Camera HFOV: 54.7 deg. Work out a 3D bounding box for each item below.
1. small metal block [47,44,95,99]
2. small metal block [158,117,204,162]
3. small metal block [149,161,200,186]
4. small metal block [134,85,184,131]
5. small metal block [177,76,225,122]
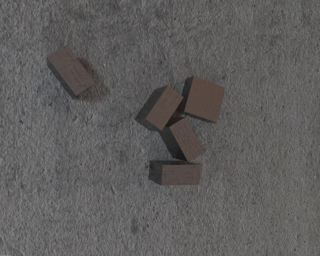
[{"bbox_3d":[-0.104,-0.062,0.357,0.025,0.050,0.050,-38,103,-16],"label":"small metal block"},{"bbox_3d":[0.025,0.014,0.405,0.025,0.050,0.050,-32,101,-17],"label":"small metal block"},{"bbox_3d":[0.018,0.057,0.402,0.050,0.050,0.025,3,89,-20],"label":"small metal block"},{"bbox_3d":[-0.003,-0.024,0.395,0.025,0.050,0.050,37,78,-17],"label":"small metal block"},{"bbox_3d":[0.057,-0.039,0.430,0.050,0.025,0.050,17,84,-19],"label":"small metal block"}]
